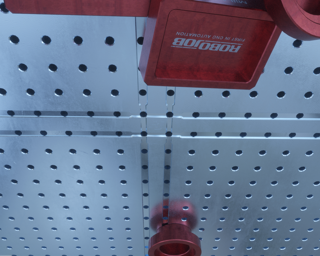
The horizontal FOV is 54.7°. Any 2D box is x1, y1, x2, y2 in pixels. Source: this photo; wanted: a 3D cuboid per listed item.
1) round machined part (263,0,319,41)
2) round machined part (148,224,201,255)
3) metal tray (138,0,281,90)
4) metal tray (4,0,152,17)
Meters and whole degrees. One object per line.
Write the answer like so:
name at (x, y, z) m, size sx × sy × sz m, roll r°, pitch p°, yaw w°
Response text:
round machined part at (0.131, -0.127, 0.273) m, size 0.099 × 0.042 × 0.097 m, roll -3°, pitch 99°, yaw -18°
round machined part at (0.027, 0.218, 0.586) m, size 0.099 × 0.042 × 0.097 m, roll 0°, pitch 130°, yaw 0°
metal tray at (0.051, -0.086, 0.315) m, size 0.131 × 0.030 × 0.089 m, roll 0°, pitch 132°, yaw -19°
metal tray at (-0.070, -0.147, 0.268) m, size 0.131 × 0.030 × 0.089 m, roll -2°, pitch 131°, yaw -11°
